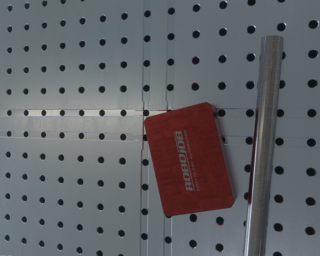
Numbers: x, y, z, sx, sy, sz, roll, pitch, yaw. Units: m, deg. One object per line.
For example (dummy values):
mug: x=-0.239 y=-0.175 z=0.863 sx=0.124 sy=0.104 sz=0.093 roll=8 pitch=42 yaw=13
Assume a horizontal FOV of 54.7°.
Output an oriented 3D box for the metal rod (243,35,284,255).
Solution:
metal rod: x=0.121 y=0.043 z=0.369 sx=0.025 sy=0.025 sz=0.298 roll=5 pitch=92 yaw=20

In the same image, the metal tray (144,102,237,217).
metal tray: x=0.038 y=0.040 z=0.397 sx=0.090 sy=0.030 sz=0.129 roll=-14 pitch=85 yaw=19
